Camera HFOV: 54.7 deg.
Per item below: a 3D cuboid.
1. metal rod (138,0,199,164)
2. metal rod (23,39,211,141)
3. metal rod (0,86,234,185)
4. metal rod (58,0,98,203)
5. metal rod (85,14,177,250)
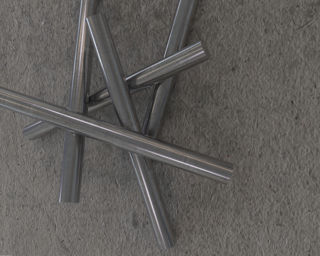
[{"bbox_3d":[0.016,-0.093,0.403,0.025,0.025,0.298,18,96,19],"label":"metal rod"},{"bbox_3d":[-0.075,-0.041,0.418,0.300,0.025,0.025,-21,83,25],"label":"metal rod"},{"bbox_3d":[-0.064,0.005,0.364,0.301,0.025,0.025,18,96,7],"label":"metal rod"},{"bbox_3d":[-0.105,-0.055,0.408,0.025,0.025,0.299,-3,75,20],"label":"metal rod"},{"bbox_3d":[-0.033,0.011,0.386,0.025,0.025,0.298,-14,98,19],"label":"metal rod"}]
